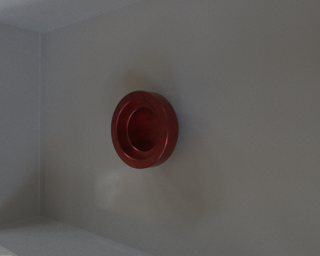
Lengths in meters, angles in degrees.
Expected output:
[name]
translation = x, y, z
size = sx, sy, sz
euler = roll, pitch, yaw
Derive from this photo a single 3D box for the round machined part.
[round machined part]
translation = -0.015, 0.002, 0.401
size = 0.098, 0.042, 0.097
euler = 0, 90, 39
